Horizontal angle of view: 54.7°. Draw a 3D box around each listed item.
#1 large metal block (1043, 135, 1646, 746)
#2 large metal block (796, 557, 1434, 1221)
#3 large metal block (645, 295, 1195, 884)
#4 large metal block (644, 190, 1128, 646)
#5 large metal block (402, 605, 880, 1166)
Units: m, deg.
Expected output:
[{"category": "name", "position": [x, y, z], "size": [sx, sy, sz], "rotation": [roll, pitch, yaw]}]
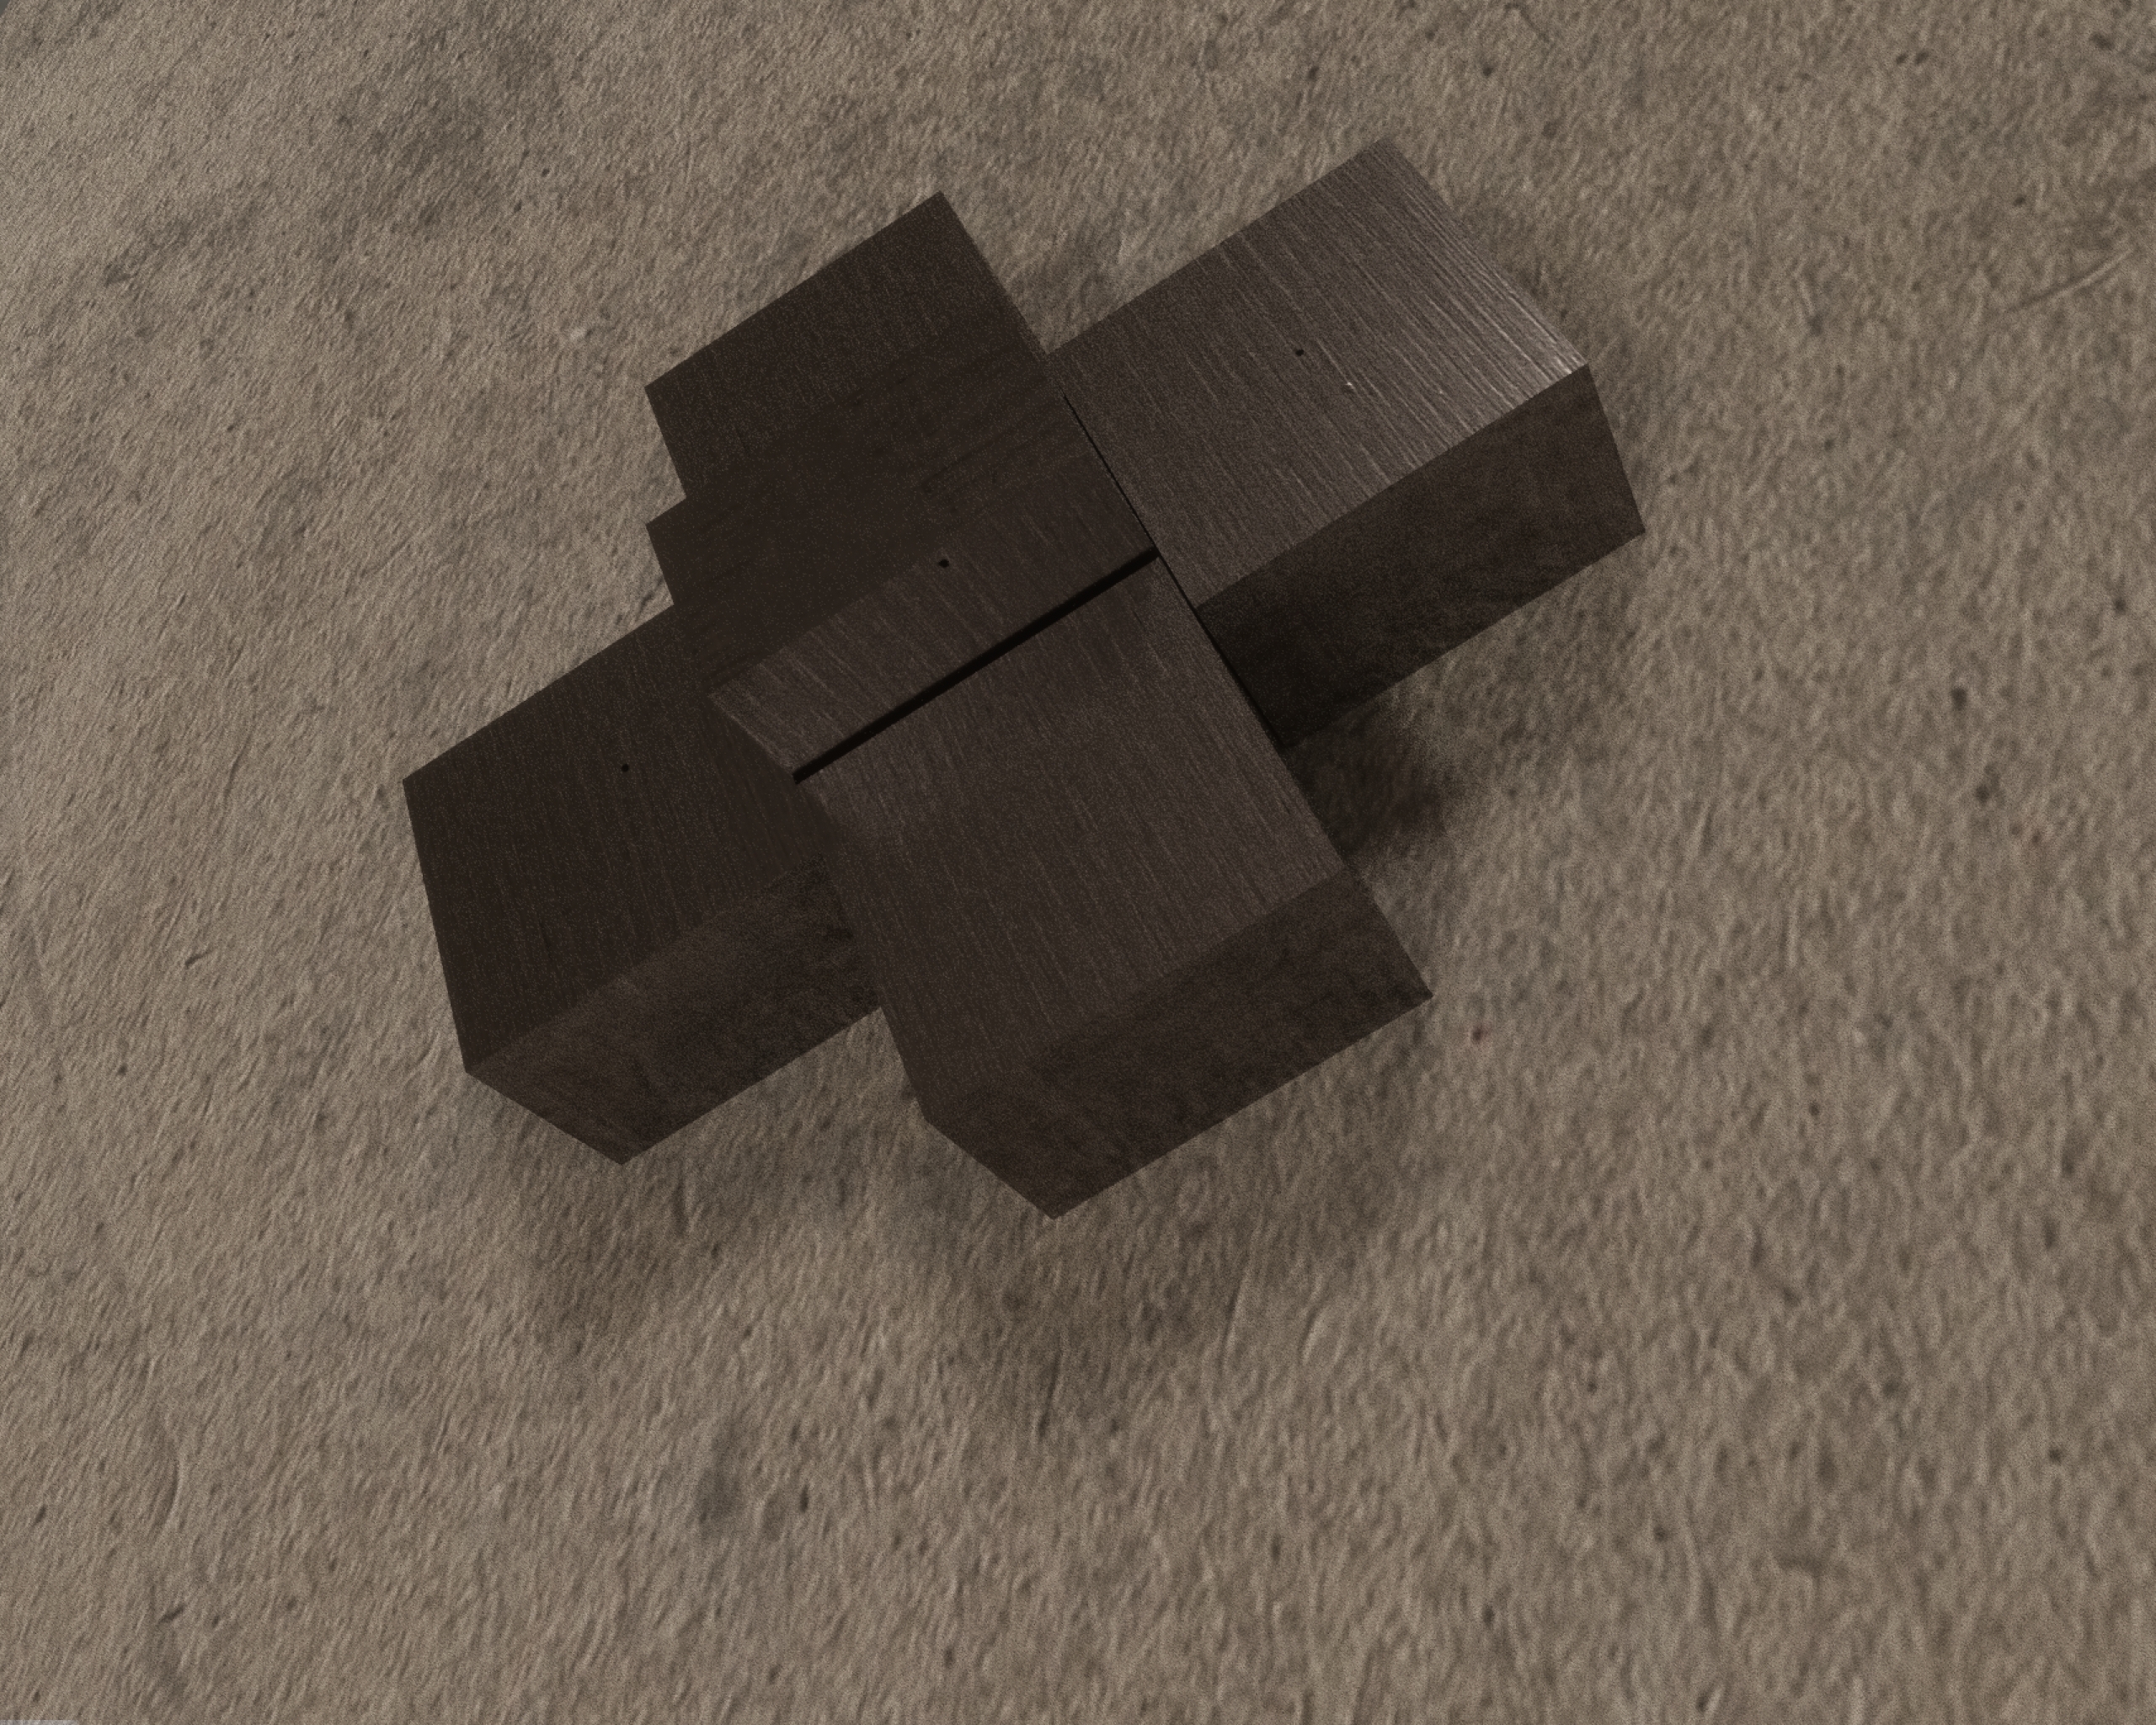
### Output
[{"category": "large metal block", "position": [0.051, -0.083, 0.411], "size": [0.080, 0.050, 0.080], "rotation": [-32, 52, 7]}, {"category": "large metal block", "position": [0.005, 0.005, 0.381], "size": [0.080, 0.050, 0.080], "rotation": [-32, 52, 7]}, {"category": "large metal block", "position": [-0.024, -0.049, 0.411], "size": [0.080, 0.080, 0.050], "rotation": [-32, 52, 7]}, {"category": "large metal block", "position": [-0.040, -0.088, 0.462], "size": [0.080, 0.050, 0.080], "rotation": [-32, 52, 7]}, {"category": "large metal block", "position": [-0.084, 0.002, 0.430], "size": [0.080, 0.050, 0.080], "rotation": [-32, 52, 7]}]
